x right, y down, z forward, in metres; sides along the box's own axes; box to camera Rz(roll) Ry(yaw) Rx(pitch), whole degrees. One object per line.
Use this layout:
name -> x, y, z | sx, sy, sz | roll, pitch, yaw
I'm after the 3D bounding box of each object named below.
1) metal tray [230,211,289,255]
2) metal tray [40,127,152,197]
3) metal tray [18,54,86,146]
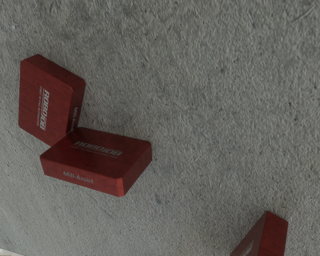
metal tray -> 0.121, 0.183, 0.414 | 0.030, 0.090, 0.129 | 28, 128, 11
metal tray -> -0.088, 0.042, 0.437 | 0.130, 0.090, 0.030 | 11, 123, 22
metal tray -> -0.168, -0.034, 0.471 | 0.090, 0.030, 0.129 | 30, 128, 9
